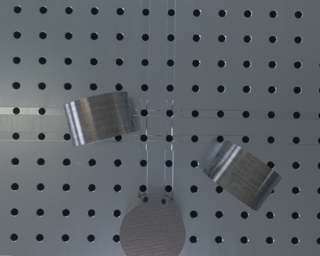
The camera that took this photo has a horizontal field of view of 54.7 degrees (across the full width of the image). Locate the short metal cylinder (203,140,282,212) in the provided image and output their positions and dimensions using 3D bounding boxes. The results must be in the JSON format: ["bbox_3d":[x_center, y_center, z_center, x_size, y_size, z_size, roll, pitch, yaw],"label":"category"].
[{"bbox_3d":[0.101,0.059,0.387,0.080,0.080,0.050,36,90,0],"label":"short metal cylinder"}]

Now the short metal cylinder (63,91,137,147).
[{"bbox_3d":[-0.074,-0.011,0.385,0.080,0.080,0.050,-14,90,0],"label":"short metal cylinder"}]

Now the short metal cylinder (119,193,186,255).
[{"bbox_3d":[-0.009,0.130,0.401,0.081,0.050,0.079,0,90,0],"label":"short metal cylinder"}]
